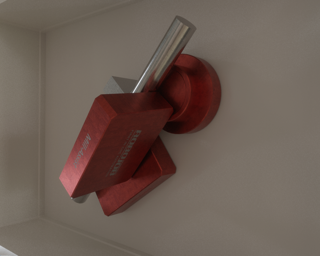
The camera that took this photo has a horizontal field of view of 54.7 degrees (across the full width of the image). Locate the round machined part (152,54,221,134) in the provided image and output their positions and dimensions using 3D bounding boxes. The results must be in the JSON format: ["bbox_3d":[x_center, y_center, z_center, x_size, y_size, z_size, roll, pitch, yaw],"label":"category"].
[{"bbox_3d":[0.020,-0.041,0.375,0.098,0.042,0.097,0,90,39],"label":"round machined part"}]

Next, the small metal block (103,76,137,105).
[{"bbox_3d":[-0.041,-0.042,0.420,0.025,0.050,0.050,-52,60,27],"label":"small metal block"}]

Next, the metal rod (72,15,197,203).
[{"bbox_3d":[-0.048,-0.002,0.391,0.025,0.025,0.298,52,124,27],"label":"metal rod"}]

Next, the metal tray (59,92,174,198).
[{"bbox_3d":[-0.050,0.019,0.353,0.030,0.091,0.129,49,125,25],"label":"metal tray"}]

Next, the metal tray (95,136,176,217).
[{"bbox_3d":[-0.047,0.056,0.438,0.129,0.030,0.090,-42,65,31],"label":"metal tray"}]
